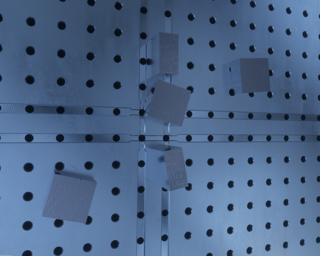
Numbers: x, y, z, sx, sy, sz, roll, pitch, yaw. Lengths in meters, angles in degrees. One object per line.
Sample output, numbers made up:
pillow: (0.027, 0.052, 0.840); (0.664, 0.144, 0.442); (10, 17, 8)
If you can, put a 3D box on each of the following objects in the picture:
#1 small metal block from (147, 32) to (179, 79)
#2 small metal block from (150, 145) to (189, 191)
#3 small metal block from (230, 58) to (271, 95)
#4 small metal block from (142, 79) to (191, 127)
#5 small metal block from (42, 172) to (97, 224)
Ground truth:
small metal block: (0.002, -0.091, 0.401); (0.025, 0.050, 0.050); (0, 90, -20)
small metal block: (0.011, 0.051, 0.405); (0.025, 0.050, 0.050); (-11, 94, -20)
small metal block: (0.135, -0.077, 0.464); (0.050, 0.025, 0.050); (-6, 92, -20)
small metal block: (0.009, -0.033, 0.417); (0.050, 0.025, 0.050); (17, 84, -20)
small metal block: (-0.109, 0.083, 0.373); (0.050, 0.025, 0.050); (17, 84, -20)
